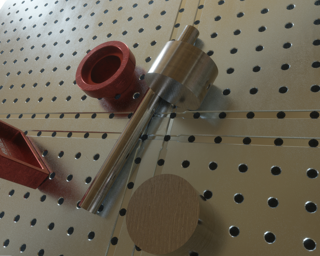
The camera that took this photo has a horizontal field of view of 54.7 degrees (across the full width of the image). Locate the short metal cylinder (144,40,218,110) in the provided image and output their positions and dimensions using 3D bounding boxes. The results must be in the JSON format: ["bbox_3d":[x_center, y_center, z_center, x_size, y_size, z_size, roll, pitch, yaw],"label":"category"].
[{"bbox_3d":[0.027,-0.066,0.399,0.080,0.080,0.050,20,73,35],"label":"short metal cylinder"}]

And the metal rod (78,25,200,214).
[{"bbox_3d":[-0.022,-0.022,0.433,0.025,0.025,0.300,18,71,35],"label":"metal rod"}]

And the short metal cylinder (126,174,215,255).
[{"bbox_3d":[0.012,0.095,0.328,0.080,0.050,0.080,-13,56,21],"label":"short metal cylinder"}]

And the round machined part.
[{"bbox_3d":[-0.081,-0.088,0.494,0.098,0.042,0.098,-13,56,21],"label":"round machined part"}]

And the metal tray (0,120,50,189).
[{"bbox_3d":[-0.232,0.031,0.468,0.030,0.090,0.130,-49,51,-1],"label":"metal tray"}]
